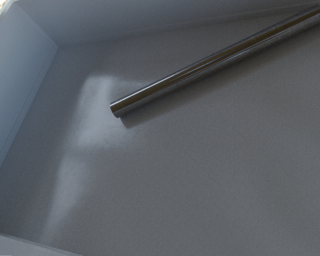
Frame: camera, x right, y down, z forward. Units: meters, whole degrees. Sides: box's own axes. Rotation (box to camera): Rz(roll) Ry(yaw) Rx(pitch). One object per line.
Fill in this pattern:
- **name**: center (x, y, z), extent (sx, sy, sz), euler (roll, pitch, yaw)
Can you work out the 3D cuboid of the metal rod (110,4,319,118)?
- **metal rod**: center (0.067, -0.085, 0.423), extent (0.300, 0.025, 0.025), euler (-24, 53, 13)
